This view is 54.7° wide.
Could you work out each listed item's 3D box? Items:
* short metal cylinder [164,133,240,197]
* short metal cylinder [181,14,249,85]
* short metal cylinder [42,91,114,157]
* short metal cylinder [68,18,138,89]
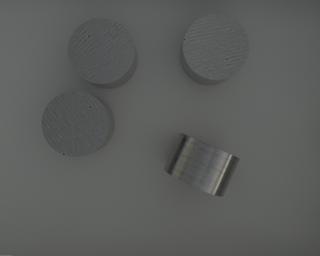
[{"bbox_3d":[0.052,0.044,0.385,0.080,0.080,0.050,24,90,-1],"label":"short metal cylinder"},{"bbox_3d":[0.068,-0.098,0.400,0.081,0.050,0.079,0,90,-1],"label":"short metal cylinder"},{"bbox_3d":[-0.102,-0.005,0.398,0.081,0.050,0.079,0,90,-1],"label":"short metal cylinder"},{"bbox_3d":[-0.071,-0.093,0.398,0.081,0.050,0.079,0,90,-1],"label":"short metal cylinder"}]
